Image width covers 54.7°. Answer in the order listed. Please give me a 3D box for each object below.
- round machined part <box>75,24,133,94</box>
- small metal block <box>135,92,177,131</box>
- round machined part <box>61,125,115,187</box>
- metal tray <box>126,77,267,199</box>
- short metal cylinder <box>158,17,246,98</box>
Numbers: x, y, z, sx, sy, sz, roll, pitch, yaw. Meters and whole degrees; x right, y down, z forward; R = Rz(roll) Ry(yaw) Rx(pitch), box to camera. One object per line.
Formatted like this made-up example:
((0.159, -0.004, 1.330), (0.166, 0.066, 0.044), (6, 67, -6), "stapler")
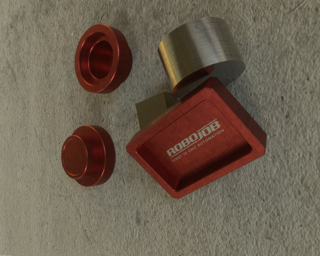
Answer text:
((-0.079, -0.099, 0.457), (0.098, 0.042, 0.097), (0, 90, 39), "round machined part")
((-0.001, -0.015, 0.404), (0.050, 0.025, 0.050), (-19, 78, 38), "small metal block")
((-0.119, 0.044, 0.489), (0.098, 0.042, 0.097), (0, 90, 39), "round machined part")
((0.036, 0.017, 0.340), (0.130, 0.030, 0.090), (-36, 102, 33), "metal tray")
((0.044, -0.072, 0.332), (0.080, 0.081, 0.050), (-29, 72, 36), "short metal cylinder")
